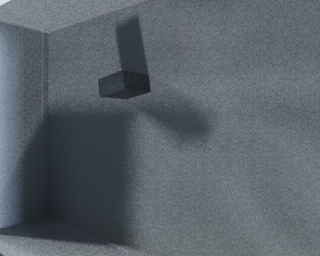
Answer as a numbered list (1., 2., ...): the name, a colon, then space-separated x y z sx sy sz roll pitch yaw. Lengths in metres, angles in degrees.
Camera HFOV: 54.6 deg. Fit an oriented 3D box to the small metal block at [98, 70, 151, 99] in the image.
1. small metal block: -0.050 -0.059 0.433 0.050 0.050 0.025 -11 83 39
